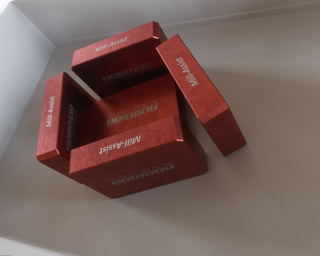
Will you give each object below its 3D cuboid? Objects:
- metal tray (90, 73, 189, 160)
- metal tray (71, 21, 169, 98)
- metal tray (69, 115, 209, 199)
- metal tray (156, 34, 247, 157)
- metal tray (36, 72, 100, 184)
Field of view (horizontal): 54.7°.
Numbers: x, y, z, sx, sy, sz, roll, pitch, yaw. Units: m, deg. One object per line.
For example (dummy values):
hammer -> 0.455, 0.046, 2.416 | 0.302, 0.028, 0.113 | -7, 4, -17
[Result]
metal tray -> -0.031, -0.013, 0.422 | 0.130, 0.030, 0.090 | -18, 55, 17
metal tray -> -0.045, -0.088, 0.437 | 0.130, 0.090, 0.030 | -15, 56, 19
metal tray -> -0.022, 0.038, 0.348 | 0.130, 0.090, 0.030 | -19, 55, 17
metal tray -> 0.047, -0.039, 0.360 | 0.030, 0.090, 0.130 | -32, 52, 8
metal tray -> -0.118, 0.000, 0.421 | 0.030, 0.090, 0.130 | -19, 54, 17
